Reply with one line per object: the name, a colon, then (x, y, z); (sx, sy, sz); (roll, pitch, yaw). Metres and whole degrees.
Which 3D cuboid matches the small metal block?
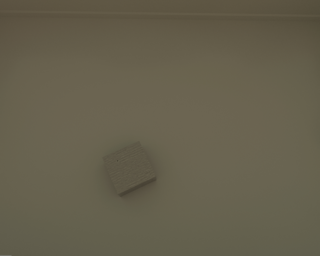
small metal block: (-0.038, 0.052, 0.391); (0.050, 0.025, 0.050); (-24, 72, -9)
